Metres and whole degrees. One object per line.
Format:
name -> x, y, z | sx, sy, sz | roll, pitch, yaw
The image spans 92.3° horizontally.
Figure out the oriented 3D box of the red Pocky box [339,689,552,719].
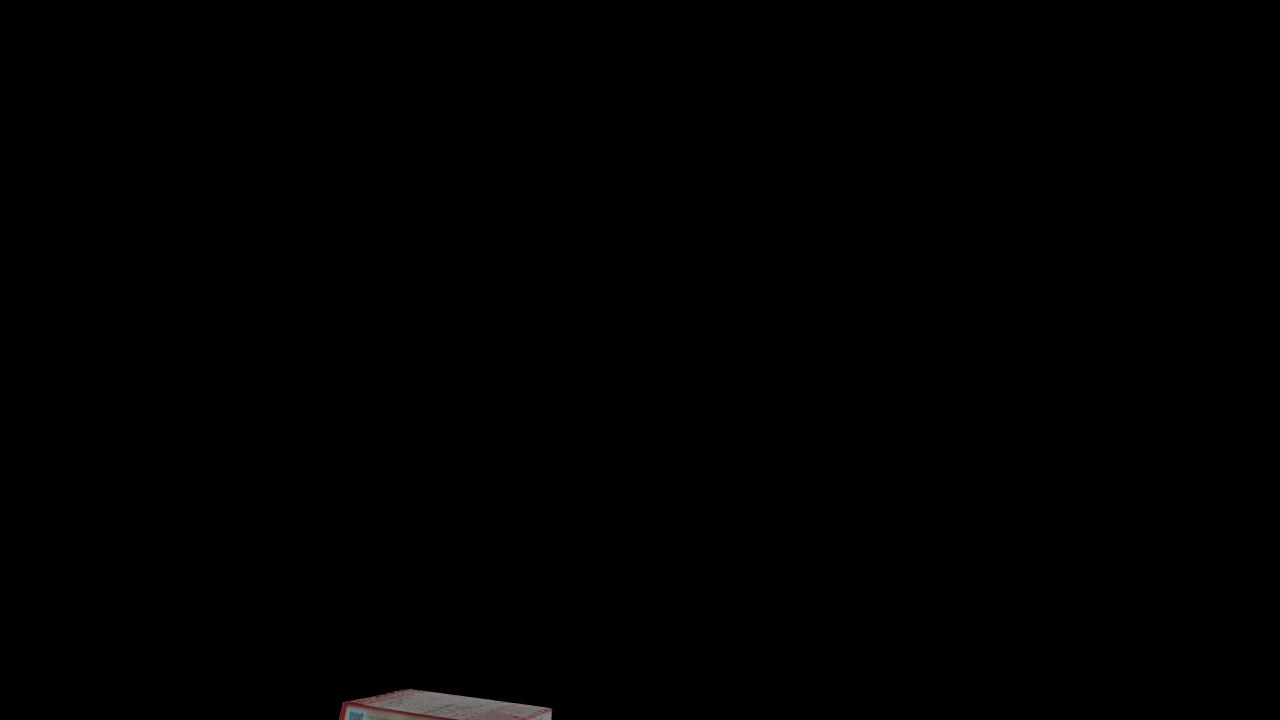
red Pocky box -> -0.158, 0.298, 0.505 | 0.155, 0.028, 0.083 | -5, -20, 21
